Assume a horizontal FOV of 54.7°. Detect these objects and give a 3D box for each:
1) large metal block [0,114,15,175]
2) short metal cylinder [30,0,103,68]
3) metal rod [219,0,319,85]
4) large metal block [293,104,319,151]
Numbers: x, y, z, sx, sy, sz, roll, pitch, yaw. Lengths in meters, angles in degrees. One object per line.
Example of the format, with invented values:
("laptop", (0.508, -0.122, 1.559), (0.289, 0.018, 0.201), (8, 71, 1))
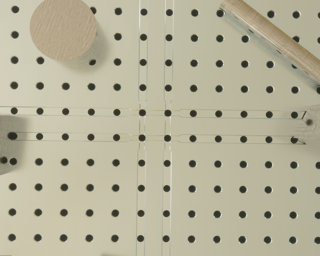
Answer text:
("large metal block", (-0.244, 0.018, 0.398), (0.081, 0.050, 0.080), (8, 90, -1))
("short metal cylinder", (-0.117, -0.121, 0.399), (0.081, 0.050, 0.079), (0, 90, -1))
("metal rod", (0.206, -0.081, 0.416), (0.301, 0.025, 0.025), (37, 90, -1))
("large metal block", (0.232, 0.009, 0.389), (0.080, 0.080, 0.050), (26, 90, -1))
